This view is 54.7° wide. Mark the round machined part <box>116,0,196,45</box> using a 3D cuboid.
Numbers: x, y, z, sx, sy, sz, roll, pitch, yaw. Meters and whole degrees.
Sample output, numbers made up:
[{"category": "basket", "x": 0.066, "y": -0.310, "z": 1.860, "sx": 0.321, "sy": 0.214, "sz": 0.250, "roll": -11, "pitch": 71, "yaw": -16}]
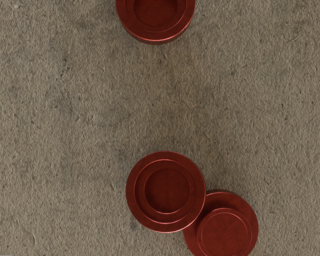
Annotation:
[{"category": "round machined part", "x": -0.005, "y": -0.156, "z": 0.401, "sx": 0.099, "sy": 0.042, "sz": 0.097, "roll": 0, "pitch": 90, "yaw": 0}]

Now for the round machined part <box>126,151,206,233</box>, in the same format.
[{"category": "round machined part", "x": 0.010, "y": 0.079, "z": 0.394, "sx": 0.098, "sy": 0.042, "sz": 0.097, "roll": -2, "pitch": 82, "yaw": 11}]

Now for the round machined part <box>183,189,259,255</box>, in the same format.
[{"category": "round machined part", "x": 0.080, "y": 0.132, "z": 0.402, "sx": 0.099, "sy": 0.042, "sz": 0.097, "roll": 0, "pitch": 90, "yaw": 0}]
